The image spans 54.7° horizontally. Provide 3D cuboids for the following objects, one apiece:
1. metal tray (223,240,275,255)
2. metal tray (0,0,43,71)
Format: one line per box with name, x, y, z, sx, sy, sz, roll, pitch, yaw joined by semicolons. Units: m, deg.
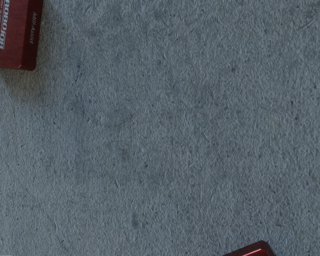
metal tray;0.115;0.212;0.366;0.090;0.030;0.130;-30;80;17
metal tray;-0.237;-0.160;0.490;0.090;0.030;0.129;9;93;19
